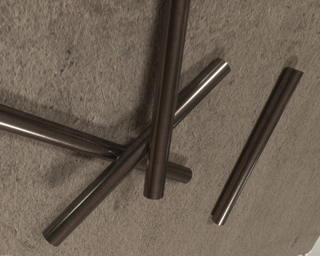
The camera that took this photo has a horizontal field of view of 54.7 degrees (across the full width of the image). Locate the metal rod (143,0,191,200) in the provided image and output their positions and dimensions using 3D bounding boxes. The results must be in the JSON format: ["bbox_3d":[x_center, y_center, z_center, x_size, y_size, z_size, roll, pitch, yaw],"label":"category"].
[{"bbox_3d":[0.010,-0.061,0.339,0.025,0.025,0.298,-1,108,-28],"label":"metal rod"}]

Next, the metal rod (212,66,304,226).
[{"bbox_3d":[0.156,0.042,0.520,0.025,0.025,0.298,7,115,-32],"label":"metal rod"}]

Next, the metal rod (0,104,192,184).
[{"bbox_3d":[-0.071,0.026,0.385,0.302,0.025,0.025,23,106,-37],"label":"metal rod"}]

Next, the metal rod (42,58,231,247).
[{"bbox_3d":[-0.022,0.023,0.382,0.300,0.025,0.025,-45,130,-8],"label":"metal rod"}]
